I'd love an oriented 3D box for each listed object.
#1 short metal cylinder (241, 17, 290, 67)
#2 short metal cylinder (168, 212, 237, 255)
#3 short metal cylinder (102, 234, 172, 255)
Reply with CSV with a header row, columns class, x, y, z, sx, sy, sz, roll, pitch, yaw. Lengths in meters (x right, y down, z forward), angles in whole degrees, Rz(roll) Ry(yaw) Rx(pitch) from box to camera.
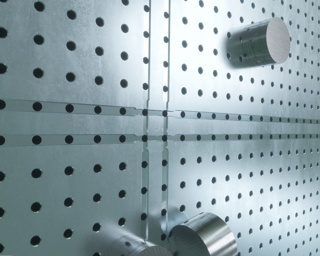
class,x,y,z,sx,sy,sz,roll,pitch,yaw
short metal cylinder,0.190,-0.152,0.555,0.081,0.050,0.079,0,90,-40
short metal cylinder,0.057,0.163,0.424,0.050,0.080,0.079,-13,98,-40
short metal cylinder,-0.028,0.175,0.372,0.081,0.050,0.079,0,90,-40
